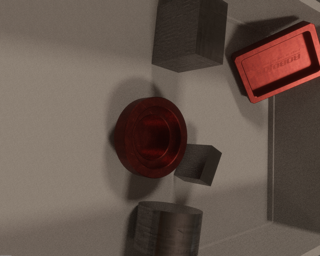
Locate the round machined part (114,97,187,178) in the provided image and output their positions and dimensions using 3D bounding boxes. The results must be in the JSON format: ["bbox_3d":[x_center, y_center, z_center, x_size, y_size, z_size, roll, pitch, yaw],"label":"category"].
[{"bbox_3d":[-0.015,0.011,0.385,0.099,0.042,0.097,0,90,-40],"label":"round machined part"}]

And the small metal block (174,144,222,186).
[{"bbox_3d":[0.053,0.051,0.437,0.025,0.050,0.050,36,68,-35],"label":"small metal block"}]

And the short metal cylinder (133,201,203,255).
[{"bbox_3d":[0.010,0.123,0.381,0.081,0.080,0.050,13,82,-40],"label":"short metal cylinder"}]

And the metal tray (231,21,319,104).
[{"bbox_3d":[0.196,-0.107,0.514,0.090,0.130,0.030,61,13,-23],"label":"metal tray"}]

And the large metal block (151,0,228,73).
[{"bbox_3d":[0.038,-0.122,0.404,0.050,0.080,0.080,9,84,-40],"label":"large metal block"}]
